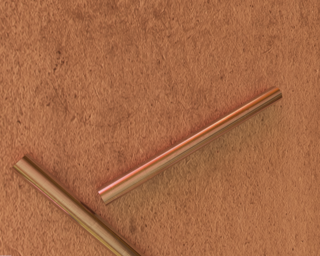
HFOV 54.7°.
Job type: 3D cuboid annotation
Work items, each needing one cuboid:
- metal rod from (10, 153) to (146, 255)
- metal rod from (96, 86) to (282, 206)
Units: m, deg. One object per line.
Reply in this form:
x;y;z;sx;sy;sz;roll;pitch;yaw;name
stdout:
-0.059;0.142;0.388;0.300;0.025;0.025;46;76;-15;metal rod
0.053;0.017;0.429;0.302;0.025;0.025;-29;100;-18;metal rod
